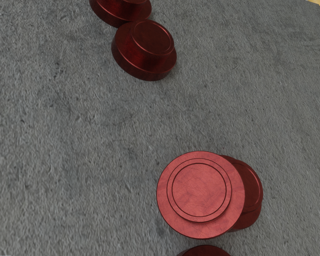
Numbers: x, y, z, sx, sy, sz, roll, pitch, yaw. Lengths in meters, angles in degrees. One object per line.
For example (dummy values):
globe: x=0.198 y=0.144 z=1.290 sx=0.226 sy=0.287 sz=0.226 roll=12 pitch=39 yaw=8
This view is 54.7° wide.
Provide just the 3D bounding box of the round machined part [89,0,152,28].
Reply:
round machined part: x=-0.058 y=-0.205 z=0.487 sx=0.099 sy=0.042 sz=0.098 roll=14 pitch=56 yaw=-21

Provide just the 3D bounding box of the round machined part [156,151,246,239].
round machined part: x=0.044 y=0.071 z=0.342 sx=0.098 sy=0.042 sz=0.098 roll=-3 pitch=68 yaw=9

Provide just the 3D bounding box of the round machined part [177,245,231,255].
round machined part: x=0.054 y=0.171 z=0.318 sx=0.099 sy=0.042 sz=0.098 roll=14 pitch=56 yaw=-21

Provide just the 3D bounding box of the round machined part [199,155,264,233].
round machined part: x=0.091 y=0.078 z=0.393 sx=0.099 sy=0.042 sz=0.098 roll=14 pitch=56 yaw=-21

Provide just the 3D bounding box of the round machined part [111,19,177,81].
round machined part: x=-0.018 y=-0.121 z=0.457 sx=0.099 sy=0.042 sz=0.098 roll=14 pitch=56 yaw=-21
